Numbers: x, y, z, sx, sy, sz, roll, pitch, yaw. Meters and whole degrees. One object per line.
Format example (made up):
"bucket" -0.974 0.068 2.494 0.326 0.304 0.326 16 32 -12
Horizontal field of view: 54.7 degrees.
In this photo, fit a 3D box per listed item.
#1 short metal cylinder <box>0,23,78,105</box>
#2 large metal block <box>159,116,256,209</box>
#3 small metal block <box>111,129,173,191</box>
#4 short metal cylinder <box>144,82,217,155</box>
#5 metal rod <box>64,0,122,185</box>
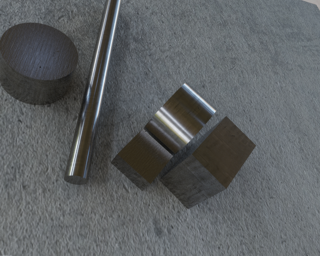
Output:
"short metal cylinder" -0.141 -0.073 0.357 0.081 0.050 0.080 14 56 -21
"large metal block" 0.057 0.043 0.375 0.050 0.080 0.080 46 51 3
"small metal block" -0.021 0.038 0.371 0.050 0.025 0.050 42 51 0
"short metal cylinder" 0.025 -0.012 0.391 0.050 0.080 0.080 43 51 1
"metal rod" -0.080 -0.071 0.404 0.025 0.025 0.300 17 55 -19
